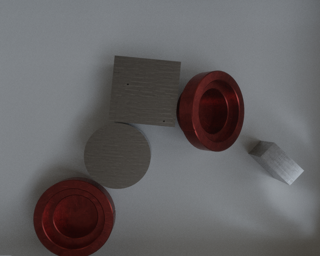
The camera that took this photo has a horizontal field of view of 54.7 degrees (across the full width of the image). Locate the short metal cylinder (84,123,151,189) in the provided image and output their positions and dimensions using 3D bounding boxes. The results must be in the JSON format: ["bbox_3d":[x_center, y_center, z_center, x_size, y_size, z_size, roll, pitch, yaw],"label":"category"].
[{"bbox_3d":[-0.052,0.034,0.398,0.081,0.050,0.079,0,90,-1],"label":"short metal cylinder"}]

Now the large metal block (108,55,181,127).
[{"bbox_3d":[-0.018,-0.044,0.399,0.081,0.050,0.079,5,90,-1],"label":"large metal block"}]

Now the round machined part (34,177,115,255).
[{"bbox_3d":[-0.107,0.112,0.402,0.099,0.042,0.097,0,90,-1],"label":"round machined part"}]

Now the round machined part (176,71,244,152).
[{"bbox_3d":[0.059,-0.021,0.387,0.099,0.042,0.097,-2,93,-40],"label":"round machined part"}]

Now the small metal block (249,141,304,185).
[{"bbox_3d":[0.148,0.044,0.401,0.050,0.050,0.025,44,90,-1],"label":"small metal block"}]
